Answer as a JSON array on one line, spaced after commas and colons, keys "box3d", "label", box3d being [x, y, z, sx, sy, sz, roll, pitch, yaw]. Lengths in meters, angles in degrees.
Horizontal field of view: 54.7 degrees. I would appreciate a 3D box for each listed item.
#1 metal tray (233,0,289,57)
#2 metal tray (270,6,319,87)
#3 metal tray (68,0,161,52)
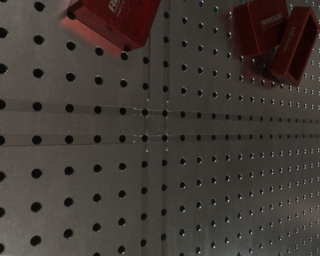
[{"box3d": [0.194, -0.193, 0.572, 0.131, 0.030, 0.090, -31, 110, -36], "label": "metal tray"}, {"box3d": [0.263, -0.154, 0.597, 0.090, 0.030, 0.129, 16, 95, -51], "label": "metal tray"}, {"box3d": [-0.042, -0.171, 0.371, 0.090, 0.030, 0.130, 29, 72, -37], "label": "metal tray"}]
